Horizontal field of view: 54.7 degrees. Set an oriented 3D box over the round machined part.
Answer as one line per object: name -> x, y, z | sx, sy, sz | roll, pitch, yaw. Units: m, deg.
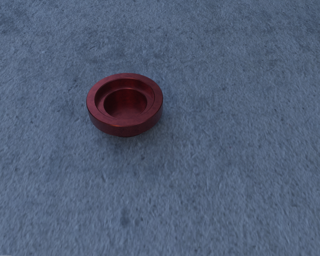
round machined part -> -0.045, -0.026, 0.414 | 0.099, 0.042, 0.098 | 0, 50, 0
